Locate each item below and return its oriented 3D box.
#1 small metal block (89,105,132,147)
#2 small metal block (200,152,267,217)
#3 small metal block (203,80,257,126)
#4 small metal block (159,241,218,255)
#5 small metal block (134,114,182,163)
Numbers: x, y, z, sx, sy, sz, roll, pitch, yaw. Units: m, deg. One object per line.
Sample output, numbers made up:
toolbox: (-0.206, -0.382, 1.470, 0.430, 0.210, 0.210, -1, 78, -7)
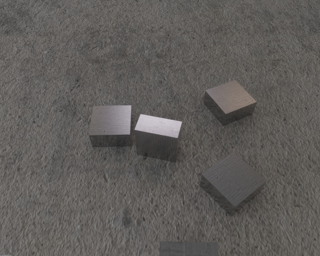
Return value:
small metal block: (-0.063, -0.003, 0.405, 0.050, 0.025, 0.050, -1, 50, -1)
small metal block: (0.082, 0.062, 0.351, 0.050, 0.025, 0.050, -31, 57, -24)
small metal block: (0.097, -0.036, 0.434, 0.050, 0.025, 0.050, -21, 53, -17)
small metal block: (0.025, 0.125, 0.282, 0.050, 0.050, 0.025, 1, 50, 1)
small metal block: (-0.002, 0.013, 0.376, 0.050, 0.050, 0.025, 11, 51, 9)
